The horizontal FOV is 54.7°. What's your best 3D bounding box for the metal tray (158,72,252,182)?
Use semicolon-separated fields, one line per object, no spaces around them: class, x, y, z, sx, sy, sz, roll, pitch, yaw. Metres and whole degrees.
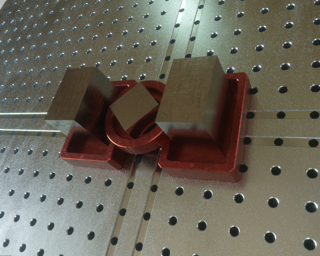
metal tray;0.057;-0.004;0.377;0.090;0.030;0.130;0;61;28

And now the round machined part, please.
round machined part;-0.018;-0.010;0.402;0.098;0.042;0.098;-13;56;21

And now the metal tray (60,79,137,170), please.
metal tray;-0.082;-0.007;0.452;0.090;0.030;0.130;1;62;28

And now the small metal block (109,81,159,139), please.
small metal block;-0.028;-0.022;0.384;0.050;0.025;0.050;-39;51;2

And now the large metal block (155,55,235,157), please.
large metal block;0.044;-0.022;0.346;0.050;0.080;0.080;2;63;29

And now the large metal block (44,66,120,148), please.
large metal block;-0.097;-0.026;0.423;0.050;0.080;0.080;1;62;29
